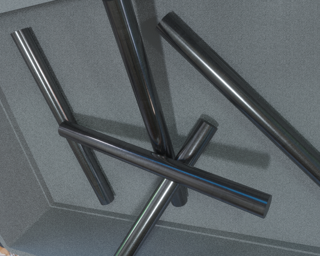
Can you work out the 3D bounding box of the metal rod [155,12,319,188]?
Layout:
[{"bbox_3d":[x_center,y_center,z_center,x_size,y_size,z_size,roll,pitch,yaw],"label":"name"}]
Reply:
[{"bbox_3d":[0.113,-0.013,0.341,0.300,0.025,0.025,43,129,-2],"label":"metal rod"}]

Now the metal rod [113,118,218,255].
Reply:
[{"bbox_3d":[-0.016,0.120,0.405,0.025,0.025,0.299,33,101,7],"label":"metal rod"}]

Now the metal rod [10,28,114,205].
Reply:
[{"bbox_3d":[-0.142,-0.005,0.480,0.025,0.025,0.299,-9,114,32],"label":"metal rod"}]

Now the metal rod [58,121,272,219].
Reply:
[{"bbox_3d":[-0.016,0.040,0.384,0.300,0.025,0.025,17,126,30],"label":"metal rod"}]

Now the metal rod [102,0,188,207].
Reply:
[{"bbox_3d":[-0.006,-0.006,0.370,0.025,0.025,0.299,5,133,26],"label":"metal rod"}]
